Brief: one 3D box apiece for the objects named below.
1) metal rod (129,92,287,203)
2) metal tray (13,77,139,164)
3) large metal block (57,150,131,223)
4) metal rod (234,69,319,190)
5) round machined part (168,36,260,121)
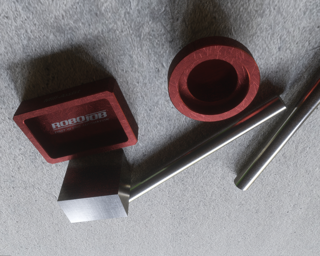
[{"bbox_3d":[0.039,0.043,0.444,0.299,0.025,0.025,-35,122,26],"label":"metal rod"},{"bbox_3d":[-0.103,-0.006,0.397,0.130,0.030,0.090,-14,129,11],"label":"metal tray"},{"bbox_3d":[-0.088,0.082,0.439,0.080,0.080,0.050,-8,130,6],"label":"large metal block"},{"bbox_3d":[0.176,-0.020,0.392,0.025,0.025,0.298,15,129,-13],"label":"metal rod"},{"bbox_3d":[0.058,-0.058,0.348,0.099,0.042,0.097,-1,130,0],"label":"round machined part"}]
